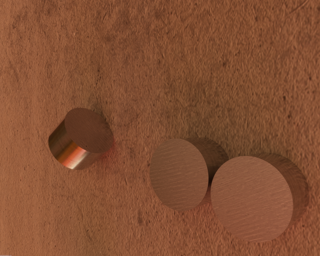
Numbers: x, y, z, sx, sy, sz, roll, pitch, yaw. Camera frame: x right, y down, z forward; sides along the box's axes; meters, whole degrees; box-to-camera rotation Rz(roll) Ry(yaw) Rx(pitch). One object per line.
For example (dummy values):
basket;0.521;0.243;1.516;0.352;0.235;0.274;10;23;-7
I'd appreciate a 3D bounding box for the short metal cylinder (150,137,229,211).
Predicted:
short metal cylinder;0.035;0.051;0.360;0.080;0.050;0.080;0;90;40

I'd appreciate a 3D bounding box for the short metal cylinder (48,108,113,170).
short metal cylinder;-0.118;0.016;0.467;0.050;0.081;0.080;-41;66;33

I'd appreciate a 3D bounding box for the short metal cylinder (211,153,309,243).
short metal cylinder;0.098;0.066;0.307;0.080;0.050;0.080;0;90;40
